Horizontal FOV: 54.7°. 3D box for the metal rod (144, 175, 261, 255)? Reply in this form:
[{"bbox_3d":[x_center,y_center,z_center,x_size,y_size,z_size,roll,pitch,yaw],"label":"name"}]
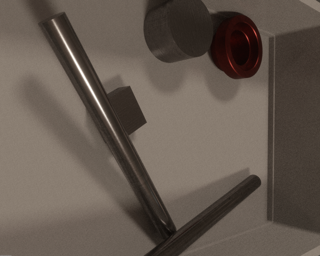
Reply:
[{"bbox_3d":[0.068,0.130,0.444,0.302,0.025,0.025,-20,103,-45],"label":"metal rod"}]

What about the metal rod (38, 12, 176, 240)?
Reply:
[{"bbox_3d":[-0.041,0.023,0.342,0.025,0.025,0.299,-45,127,-31],"label":"metal rod"}]

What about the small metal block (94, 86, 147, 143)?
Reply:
[{"bbox_3d":[-0.050,-0.016,0.366,0.050,0.025,0.050,-38,113,-34],"label":"small metal block"}]

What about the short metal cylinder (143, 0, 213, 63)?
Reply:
[{"bbox_3d":[0.025,-0.131,0.413,0.081,0.050,0.079,0,90,-40],"label":"short metal cylinder"}]

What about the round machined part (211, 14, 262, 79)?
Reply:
[{"bbox_3d":[0.120,-0.127,0.498,0.099,0.042,0.097,0,90,-40],"label":"round machined part"}]
